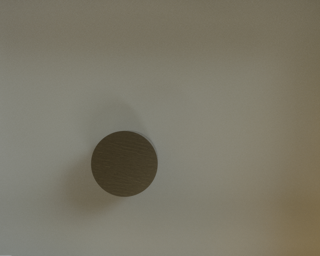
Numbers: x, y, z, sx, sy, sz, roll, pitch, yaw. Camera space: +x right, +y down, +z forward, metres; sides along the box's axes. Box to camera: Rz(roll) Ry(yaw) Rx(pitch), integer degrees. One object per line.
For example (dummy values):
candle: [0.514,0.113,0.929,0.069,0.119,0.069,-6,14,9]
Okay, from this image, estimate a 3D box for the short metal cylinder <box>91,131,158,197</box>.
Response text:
short metal cylinder: [-0.043,0.043,0.399,0.080,0.050,0.080,0,90,0]
